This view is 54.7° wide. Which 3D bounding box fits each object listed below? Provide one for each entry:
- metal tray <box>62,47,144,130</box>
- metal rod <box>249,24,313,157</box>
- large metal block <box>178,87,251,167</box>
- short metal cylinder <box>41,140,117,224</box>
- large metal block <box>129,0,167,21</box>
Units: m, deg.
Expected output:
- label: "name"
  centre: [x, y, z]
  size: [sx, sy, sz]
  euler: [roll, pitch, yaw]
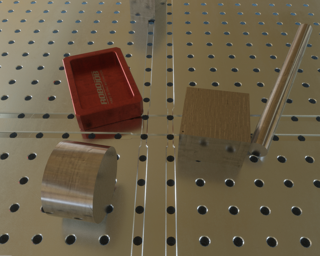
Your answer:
- label: "metal tray"
  centre: [-0.086, -0.063, 0.456]
  size: [0.091, 0.030, 0.130]
  euler: [-15, 52, -12]
- label: "metal rod"
  centre: [0.191, -0.074, 0.471]
  size: [0.025, 0.025, 0.301]
  euler: [22, 53, 17]
- label: "large metal block"
  centre: [0.068, -0.003, 0.394]
  size: [0.080, 0.050, 0.080]
  euler: [7, 50, 6]
- label: "short metal cylinder"
  centre: [-0.081, 0.055, 0.325]
  size: [0.050, 0.080, 0.080]
  euler: [8, 51, 6]
- label: "large metal block"
  centre: [-0.021, -0.266, 0.595]
  size: [0.050, 0.080, 0.080]
  euler: [13, 51, 11]
